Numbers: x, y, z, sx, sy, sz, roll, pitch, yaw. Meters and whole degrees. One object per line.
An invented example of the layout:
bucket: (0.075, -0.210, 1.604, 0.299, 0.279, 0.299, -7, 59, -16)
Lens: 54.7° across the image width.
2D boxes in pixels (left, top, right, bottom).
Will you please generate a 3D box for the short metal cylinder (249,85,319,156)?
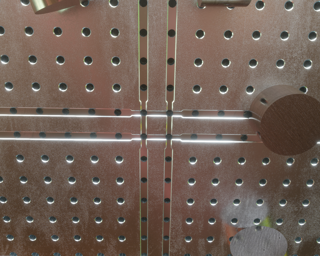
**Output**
short metal cylinder: (0.161, -0.011, 0.397, 0.081, 0.050, 0.079, 0, 110, 0)

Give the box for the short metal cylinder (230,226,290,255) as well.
short metal cylinder: (0.148, 0.191, 0.456, 0.080, 0.080, 0.050, -15, 110, 5)

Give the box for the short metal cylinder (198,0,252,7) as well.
short metal cylinder: (0.068, -0.169, 0.322, 0.050, 0.080, 0.079, 0, 110, 0)

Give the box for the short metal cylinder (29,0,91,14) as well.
short metal cylinder: (-0.103, -0.157, 0.325, 0.080, 0.080, 0.050, -17, 109, 6)
